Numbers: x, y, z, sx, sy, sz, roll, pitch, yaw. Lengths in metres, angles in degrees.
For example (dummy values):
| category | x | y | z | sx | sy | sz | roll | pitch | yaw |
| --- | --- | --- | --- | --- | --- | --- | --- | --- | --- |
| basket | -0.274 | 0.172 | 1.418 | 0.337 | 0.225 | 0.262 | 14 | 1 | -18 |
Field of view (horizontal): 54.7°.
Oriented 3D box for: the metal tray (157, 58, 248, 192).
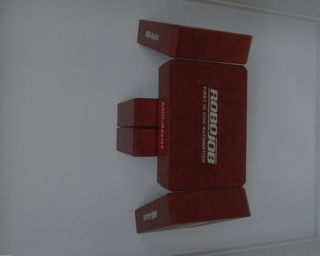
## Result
| category | x | y | z | sx | sy | sz | roll | pitch | yaw |
| --- | --- | --- | --- | --- | --- | --- | --- | --- | --- |
| metal tray | 0.045 | -0.002 | 0.327 | 0.091 | 0.030 | 0.129 | 1 | 90 | -21 |

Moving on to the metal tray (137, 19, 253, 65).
| category | x | y | z | sx | sy | sz | roll | pitch | yaw |
| --- | --- | --- | --- | --- | --- | --- | --- | --- | --- |
| metal tray | 0.033 | -0.104 | 0.364 | 0.091 | 0.130 | 0.030 | 1 | 110 | -20 |

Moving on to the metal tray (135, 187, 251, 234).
| category | x | y | z | sx | sy | sz | roll | pitch | yaw |
| --- | --- | --- | --- | --- | --- | --- | --- | --- | --- |
| metal tray | 0.031 | 0.099 | 0.363 | 0.091 | 0.129 | 0.030 | 1 | 68 | -21 |

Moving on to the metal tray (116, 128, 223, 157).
| category | x | y | z | sx | sy | sz | roll | pitch | yaw |
| --- | --- | --- | --- | --- | --- | --- | --- | --- | --- |
| metal tray | 0.020 | 0.015 | 0.382 | 0.131 | 0.090 | 0.030 | 1 | 90 | -20 |

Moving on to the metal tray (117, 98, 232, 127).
| category | x | y | z | sx | sy | sz | roll | pitch | yaw |
| --- | --- | --- | --- | --- | --- | --- | --- | --- | --- |
| metal tray | 0.021 | -0.016 | 0.382 | 0.131 | 0.090 | 0.030 | 1 | 90 | -20 |
